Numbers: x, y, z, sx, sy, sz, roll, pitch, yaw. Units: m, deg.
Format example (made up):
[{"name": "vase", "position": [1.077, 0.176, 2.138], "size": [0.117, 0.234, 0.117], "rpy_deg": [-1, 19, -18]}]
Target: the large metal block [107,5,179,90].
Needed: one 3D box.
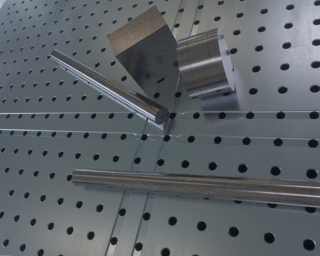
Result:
[{"name": "large metal block", "position": [-0.016, -0.114, 0.452], "size": [0.080, 0.080, 0.050], "rpy_deg": [-30, 52, 9]}]

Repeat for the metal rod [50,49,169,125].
[{"name": "metal rod", "position": [-0.099, -0.078, 0.507], "size": [0.300, 0.025, 0.025], "rpy_deg": [32, 79, 38]}]

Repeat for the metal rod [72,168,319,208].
[{"name": "metal rod", "position": [0.021, 0.065, 0.357], "size": [0.300, 0.025, 0.025], "rpy_deg": [-1, 61, 27]}]

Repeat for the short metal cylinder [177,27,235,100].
[{"name": "short metal cylinder", "position": [0.059, -0.080, 0.391], "size": [0.050, 0.080, 0.080], "rpy_deg": [-12, 57, 22]}]
